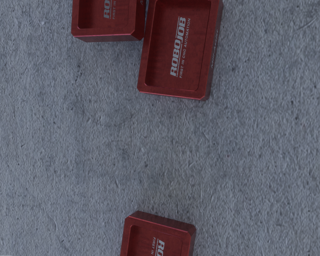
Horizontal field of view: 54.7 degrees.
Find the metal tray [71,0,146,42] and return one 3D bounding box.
[{"bbox_3d":[-0.064,-0.179,0.396,0.090,0.030,0.129,4,91,20],"label":"metal tray"}]

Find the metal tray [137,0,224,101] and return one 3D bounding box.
[{"bbox_3d":[0.025,-0.104,0.397,0.090,0.030,0.129,9,93,19],"label":"metal tray"}]

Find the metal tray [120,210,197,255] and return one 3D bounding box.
[{"bbox_3d":[-0.007,0.185,0.408,0.090,0.030,0.129,9,93,19],"label":"metal tray"}]
